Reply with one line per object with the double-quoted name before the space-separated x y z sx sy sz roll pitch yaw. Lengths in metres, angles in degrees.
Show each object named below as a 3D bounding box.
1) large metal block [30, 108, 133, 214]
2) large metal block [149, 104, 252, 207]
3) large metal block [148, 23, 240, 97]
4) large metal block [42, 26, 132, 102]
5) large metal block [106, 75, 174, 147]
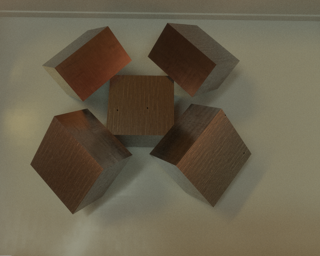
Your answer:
"large metal block" -0.092 0.037 0.359 0.080 0.050 0.080 44 120 14
"large metal block" 0.049 0.030 0.361 0.080 0.050 0.080 -50 122 -16
"large metal block" 0.046 -0.091 0.406 0.080 0.050 0.081 45 33 15
"large metal block" -0.096 -0.084 0.400 0.080 0.080 0.050 -44 119 -15
"large metal block" -0.023 -0.021 0.401 0.080 0.050 0.080 1 70 0
